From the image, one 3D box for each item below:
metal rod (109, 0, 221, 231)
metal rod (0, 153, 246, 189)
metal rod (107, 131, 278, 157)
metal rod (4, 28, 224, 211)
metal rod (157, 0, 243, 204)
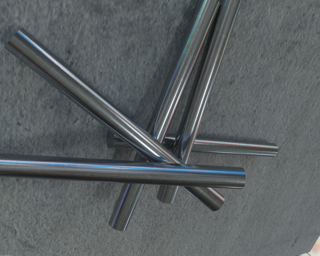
[{"bbox_3d":[0.001,-0.009,0.377,0.025,0.025,0.298,15,102,-35],"label":"metal rod"},{"bbox_3d":[-0.057,0.046,0.335,0.302,0.025,0.025,4,119,-6],"label":"metal rod"},{"bbox_3d":[0.067,0.025,0.461,0.302,0.025,0.025,6,116,-31],"label":"metal rod"},{"bbox_3d":[-0.030,0.007,0.344,0.300,0.025,0.025,41,95,-24],"label":"metal rod"},{"bbox_3d":[0.049,-0.040,0.388,0.025,0.025,0.298,7,108,-32],"label":"metal rod"}]
